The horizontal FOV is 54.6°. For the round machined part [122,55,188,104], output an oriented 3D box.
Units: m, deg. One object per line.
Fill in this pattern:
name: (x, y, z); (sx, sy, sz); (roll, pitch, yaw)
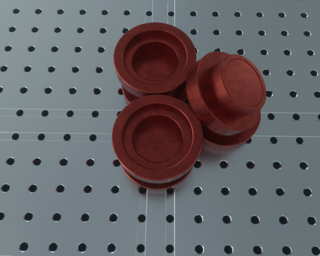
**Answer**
round machined part: (-0.004, -0.064, 0.427); (0.099, 0.042, 0.098); (0, 70, 0)

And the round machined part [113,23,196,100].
round machined part: (-0.006, -0.078, 0.386); (0.099, 0.042, 0.098); (0, 70, 0)

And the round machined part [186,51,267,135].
round machined part: (0.081, -0.044, 0.352); (0.099, 0.042, 0.098); (12, 66, -30)

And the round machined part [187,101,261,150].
round machined part: (0.085, -0.023, 0.412); (0.099, 0.042, 0.098); (0, 70, 0)

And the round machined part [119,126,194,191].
round machined part: (-0.003, 0.029, 0.393); (0.099, 0.042, 0.098); (0, 70, 0)

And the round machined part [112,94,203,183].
round machined part: (-0.003, 0.014, 0.352); (0.099, 0.042, 0.098); (0, 70, 0)
